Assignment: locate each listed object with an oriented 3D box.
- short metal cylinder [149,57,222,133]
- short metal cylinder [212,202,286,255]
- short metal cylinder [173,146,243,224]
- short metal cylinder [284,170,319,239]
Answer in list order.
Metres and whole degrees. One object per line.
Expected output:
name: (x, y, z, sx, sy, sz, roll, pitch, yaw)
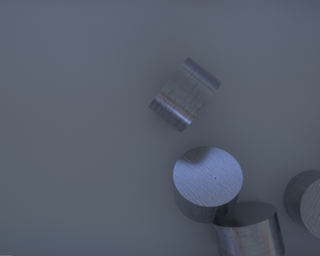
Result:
short metal cylinder: (0.031, -0.041, 0.384, 0.050, 0.080, 0.080, 39, 90, 0)
short metal cylinder: (0.108, 0.130, 0.385, 0.080, 0.080, 0.050, -14, 92, 0)
short metal cylinder: (0.057, 0.069, 0.380, 0.080, 0.050, 0.080, -2, 52, 3)
short metal cylinder: (0.211, 0.098, 0.402, 0.081, 0.050, 0.079, 0, 90, -1)
